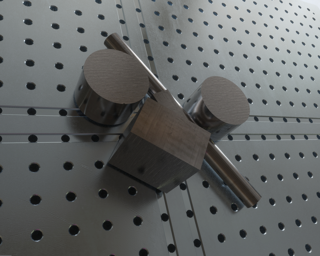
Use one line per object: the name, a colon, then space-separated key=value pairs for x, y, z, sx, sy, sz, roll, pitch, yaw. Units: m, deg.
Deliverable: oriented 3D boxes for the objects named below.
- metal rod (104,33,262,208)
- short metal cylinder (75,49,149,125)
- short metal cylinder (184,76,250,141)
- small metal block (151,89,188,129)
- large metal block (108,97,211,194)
metal rod: x=0.027 y=-0.015 z=0.427 sx=0.300 sy=0.025 sz=0.025 roll=49 pitch=51 yaw=6
short metal cylinder: x=-0.060 y=-0.051 z=0.386 sx=0.081 sy=0.050 sz=0.080 roll=14 pitch=56 yaw=-21
short metal cylinder: x=0.081 y=-0.028 z=0.448 sx=0.081 sy=0.050 sz=0.080 roll=14 pitch=56 yaw=-21
small metal block: x=0.003 y=-0.013 z=0.396 sx=0.025 sy=0.050 sz=0.050 roll=-23 pitch=75 yaw=-36
large metal block: x=-0.002 y=0.023 z=0.352 sx=0.080 sy=0.080 sz=0.050 roll=30 pitch=53 yaw=-9
